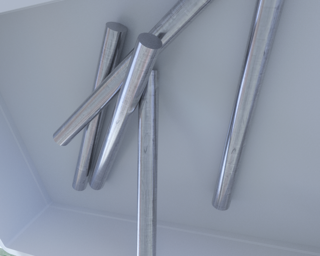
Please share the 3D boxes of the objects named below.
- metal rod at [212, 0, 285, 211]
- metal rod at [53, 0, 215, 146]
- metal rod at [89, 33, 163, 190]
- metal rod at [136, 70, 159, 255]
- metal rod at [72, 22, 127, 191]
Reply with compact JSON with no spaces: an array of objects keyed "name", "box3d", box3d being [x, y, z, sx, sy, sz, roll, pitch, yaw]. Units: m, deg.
[{"name":"metal rod","box3d":[0.093,-0.019,0.346,0.025,0.025,0.298,17,125,18]},{"name":"metal rod","box3d":[-0.042,-0.064,0.366,0.299,0.025,0.025,-38,97,31]},{"name":"metal rod","box3d":[-0.058,0.004,0.411,0.025,0.025,0.298,34,137,5]},{"name":"metal rod","box3d":[-0.016,0.080,0.386,0.025,0.025,0.298,3,95,26]},{"name":"metal rod","box3d":[-0.096,-0.009,0.451,0.025,0.025,0.298,29,128,9]}]
